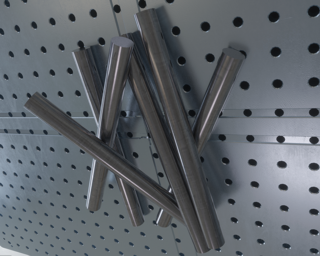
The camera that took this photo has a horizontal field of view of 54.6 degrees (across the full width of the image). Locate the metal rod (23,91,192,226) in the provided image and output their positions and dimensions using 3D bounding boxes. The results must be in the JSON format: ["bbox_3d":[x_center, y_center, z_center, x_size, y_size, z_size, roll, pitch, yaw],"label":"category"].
[{"bbox_3d":[-0.046,0.057,0.415,0.301,0.025,0.025,39,130,-15],"label":"metal rod"}]

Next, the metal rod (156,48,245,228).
[{"bbox_3d":[0.041,0.036,0.412,0.025,0.025,0.298,26,128,12],"label":"metal rod"}]

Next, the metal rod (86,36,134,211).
[{"bbox_3d":[-0.076,0.018,0.428,0.025,0.025,0.298,27,129,11],"label":"metal rod"}]

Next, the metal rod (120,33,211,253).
[{"bbox_3d":[0.008,0.028,0.398,0.025,0.025,0.299,-14,103,34],"label":"metal rod"}]

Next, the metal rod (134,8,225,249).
[{"bbox_3d":[0.028,0.011,0.373,0.025,0.025,0.299,-10,104,32],"label":"metal rod"}]

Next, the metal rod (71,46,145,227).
[{"bbox_3d":[-0.070,0.029,0.466,0.025,0.025,0.298,1,119,28],"label":"metal rod"}]
